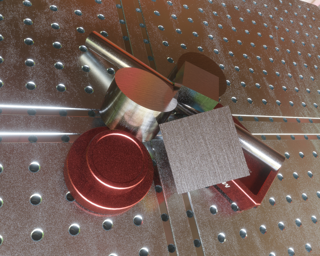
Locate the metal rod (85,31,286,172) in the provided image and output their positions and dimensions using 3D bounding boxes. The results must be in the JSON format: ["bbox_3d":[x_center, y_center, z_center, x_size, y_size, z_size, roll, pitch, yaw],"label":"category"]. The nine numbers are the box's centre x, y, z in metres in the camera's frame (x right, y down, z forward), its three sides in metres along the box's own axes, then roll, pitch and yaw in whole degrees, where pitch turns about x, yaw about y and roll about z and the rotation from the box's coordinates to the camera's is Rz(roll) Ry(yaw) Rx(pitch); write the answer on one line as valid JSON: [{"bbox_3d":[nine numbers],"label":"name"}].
[{"bbox_3d":[0.029,-0.038,0.411,0.301,0.025,0.025,34,51,6],"label":"metal rod"}]

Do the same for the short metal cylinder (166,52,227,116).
[{"bbox_3d":[0.050,-0.064,0.454,0.081,0.050,0.080,14,56,-21],"label":"short metal cylinder"}]

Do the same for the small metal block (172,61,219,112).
[{"bbox_3d":[0.046,-0.051,0.392,0.050,0.025,0.050,23,45,-14],"label":"small metal block"}]

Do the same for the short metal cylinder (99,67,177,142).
[{"bbox_3d":[-0.027,-0.029,0.377,0.080,0.050,0.080,22,35,-16],"label":"short metal cylinder"}]

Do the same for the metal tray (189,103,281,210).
[{"bbox_3d":[0.098,0.037,0.431,0.130,0.030,0.090,45,51,3],"label":"metal tray"}]

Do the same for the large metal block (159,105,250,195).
[{"bbox_3d":[0.050,0.026,0.365,0.080,0.050,0.080,-15,83,1],"label":"large metal block"}]

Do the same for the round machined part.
[{"bbox_3d":[-0.051,0.041,0.339,0.099,0.042,0.098,14,56,-21],"label":"round machined part"}]
